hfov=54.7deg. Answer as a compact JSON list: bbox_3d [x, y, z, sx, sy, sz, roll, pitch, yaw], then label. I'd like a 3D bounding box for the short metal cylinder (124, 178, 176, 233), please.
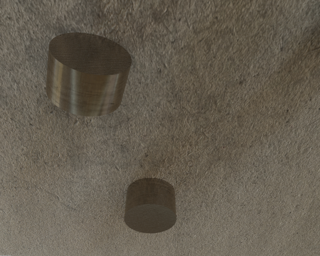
[{"bbox_3d":[-0.015,0.125,0.497,0.081,0.050,0.079,0,130,0],"label":"short metal cylinder"}]

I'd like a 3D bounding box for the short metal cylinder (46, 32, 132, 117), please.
[{"bbox_3d":[-0.074,-0.057,0.322,0.081,0.080,0.050,13,129,-11],"label":"short metal cylinder"}]
